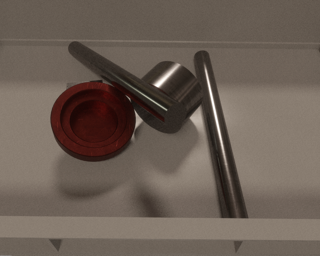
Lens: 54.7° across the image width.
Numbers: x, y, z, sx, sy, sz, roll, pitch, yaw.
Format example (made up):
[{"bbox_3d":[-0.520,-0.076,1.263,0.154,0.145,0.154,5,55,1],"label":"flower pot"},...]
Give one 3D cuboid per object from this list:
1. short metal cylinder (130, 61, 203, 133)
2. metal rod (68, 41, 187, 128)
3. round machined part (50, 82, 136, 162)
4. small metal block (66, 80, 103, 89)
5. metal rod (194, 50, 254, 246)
[{"bbox_3d":[0.008,-0.039,0.403,0.080,0.080,0.050,28,55,21],"label":"short metal cylinder"},{"bbox_3d":[-0.063,-0.072,0.403,0.025,0.025,0.300,-26,36,-21],"label":"metal rod"},{"bbox_3d":[-0.082,-0.005,0.384,0.099,0.042,0.098,5,66,-11],"label":"round machined part"},{"bbox_3d":[-0.104,-0.040,0.437,0.050,0.025,0.050,-6,50,-5],"label":"small metal block"},{"bbox_3d":[0.074,-0.001,0.406,0.025,0.025,0.300,-2,50,-2],"label":"metal rod"}]
